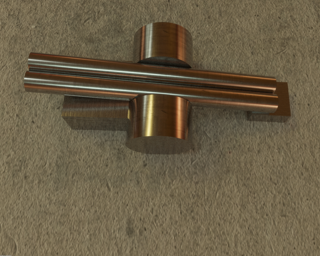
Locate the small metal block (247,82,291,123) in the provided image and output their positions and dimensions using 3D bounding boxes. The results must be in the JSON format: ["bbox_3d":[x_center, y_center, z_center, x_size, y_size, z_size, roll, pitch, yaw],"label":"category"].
[{"bbox_3d":[0.147,-0.036,0.424,0.050,0.025,0.050,3,70,1],"label":"small metal block"}]

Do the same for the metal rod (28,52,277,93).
[{"bbox_3d":[-0.003,-0.066,0.386,0.302,0.025,0.025,4,70,-7],"label":"metal rod"}]

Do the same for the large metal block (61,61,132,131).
[{"bbox_3d":[-0.078,-0.042,0.411,0.080,0.050,0.080,2,70,0],"label":"large metal block"}]

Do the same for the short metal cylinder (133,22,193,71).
[{"bbox_3d":[0.004,-0.095,0.415,0.080,0.080,0.050,1,70,0],"label":"short metal cylinder"}]

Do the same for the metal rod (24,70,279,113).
[{"bbox_3d":[-0.004,-0.043,0.377,0.302,0.025,0.025,4,70,-7],"label":"metal rod"}]

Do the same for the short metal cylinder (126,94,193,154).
[{"bbox_3d":[0.000,-0.002,0.381,0.080,0.080,0.050,1,70,0],"label":"short metal cylinder"}]
